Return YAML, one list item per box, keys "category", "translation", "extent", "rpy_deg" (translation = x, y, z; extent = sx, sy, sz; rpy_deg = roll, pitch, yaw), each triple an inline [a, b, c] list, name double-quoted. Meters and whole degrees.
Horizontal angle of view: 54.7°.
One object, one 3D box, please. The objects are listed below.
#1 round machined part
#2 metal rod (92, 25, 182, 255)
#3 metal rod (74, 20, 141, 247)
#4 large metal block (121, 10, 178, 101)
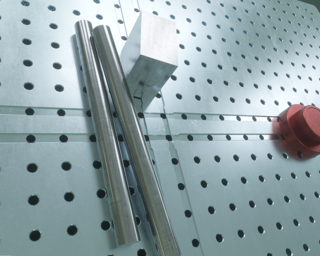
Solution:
- category: "round machined part"
  translation: [0.262, -0.001, 0.543]
  extent: [0.099, 0.042, 0.098]
  rpy_deg: [14, 56, -21]
- category: "metal rod"
  translation: [-0.034, 0.004, 0.375]
  extent: [0.025, 0.025, 0.299]
  rpy_deg: [-7, 70, -32]
- category: "metal rod"
  translation: [-0.070, -0.012, 0.378]
  extent: [0.025, 0.025, 0.299]
  rpy_deg: [-2, 63, -30]
- category: "large metal block"
  translation: [-0.018, -0.097, 0.424]
  extent: [0.050, 0.080, 0.080]
  rpy_deg: [13, 56, -22]
